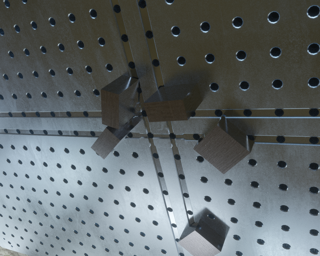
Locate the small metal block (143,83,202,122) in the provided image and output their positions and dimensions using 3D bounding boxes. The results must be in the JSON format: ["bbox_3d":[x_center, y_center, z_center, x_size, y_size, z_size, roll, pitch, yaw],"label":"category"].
[{"bbox_3d":[0.016,-0.031,0.368,0.050,0.050,0.025,-2,117,29],"label":"small metal block"}]

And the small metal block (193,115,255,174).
[{"bbox_3d":[0.078,0.021,0.383,0.050,0.025,0.050,40,129,1],"label":"small metal block"}]

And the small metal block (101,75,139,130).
[{"bbox_3d":[-0.051,-0.034,0.402,0.025,0.050,0.050,18,125,18],"label":"small metal block"}]

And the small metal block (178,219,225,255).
[{"bbox_3d":[0.065,0.178,0.487,0.050,0.025,0.050,40,129,1],"label":"small metal block"}]

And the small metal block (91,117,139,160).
[{"bbox_3d":[-0.063,0.010,0.435,0.025,0.050,0.050,43,129,-1],"label":"small metal block"}]
